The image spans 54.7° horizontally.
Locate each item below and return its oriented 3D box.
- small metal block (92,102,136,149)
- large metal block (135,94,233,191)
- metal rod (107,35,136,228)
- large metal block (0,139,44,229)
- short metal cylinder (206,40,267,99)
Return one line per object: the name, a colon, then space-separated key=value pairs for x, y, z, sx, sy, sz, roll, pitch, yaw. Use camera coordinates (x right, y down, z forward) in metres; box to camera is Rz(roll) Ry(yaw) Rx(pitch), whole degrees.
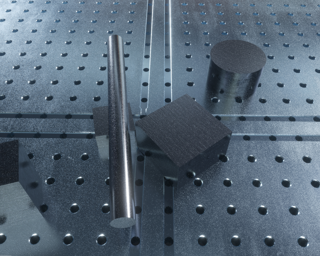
small metal block: x=-0.061 y=-0.004 z=0.410 sx=0.050 sy=0.025 sz=0.050 roll=-9 pitch=51 yaw=-8
large metal block: x=0.027 y=0.015 z=0.380 sx=0.081 sy=0.050 sz=0.080 roll=-31 pitch=57 yaw=-24
metal rod: x=-0.053 y=-0.023 z=0.393 sx=0.025 sy=0.025 sz=0.300 roll=-5 pitch=50 yaw=-5
large metal block: x=-0.173 y=0.064 z=0.316 sx=0.081 sy=0.080 sz=0.050 roll=-13 pitch=51 yaw=-11
short metal cylinder: x=0.113 y=-0.089 z=0.468 sx=0.081 sy=0.050 sz=0.080 roll=0 pitch=50 yaw=0
